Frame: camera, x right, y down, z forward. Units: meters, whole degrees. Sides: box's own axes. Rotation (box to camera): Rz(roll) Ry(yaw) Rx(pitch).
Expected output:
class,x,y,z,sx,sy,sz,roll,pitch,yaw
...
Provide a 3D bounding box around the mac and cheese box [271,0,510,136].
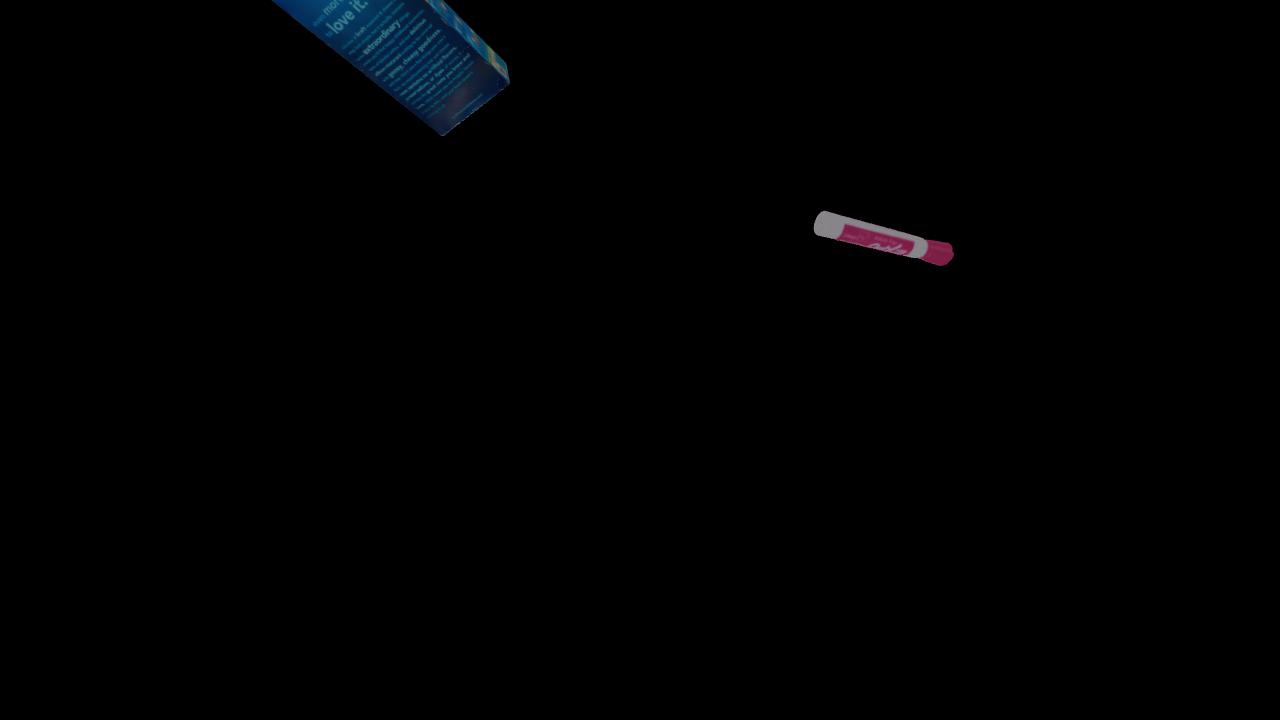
class,x,y,z,sx,sy,sz,roll,pitch,yaw
mac and cheese box,-0.211,-0.285,0.532,0.093,0.041,0.184,-26,-33,22

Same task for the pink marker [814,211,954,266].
class,x,y,z,sx,sy,sz,roll,pitch,yaw
pink marker,0.194,-0.094,0.481,0.121,0.020,0.020,10,-3,-15
